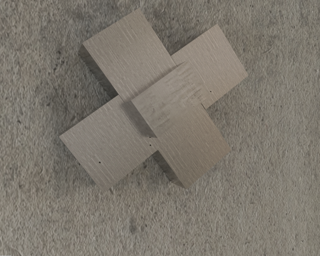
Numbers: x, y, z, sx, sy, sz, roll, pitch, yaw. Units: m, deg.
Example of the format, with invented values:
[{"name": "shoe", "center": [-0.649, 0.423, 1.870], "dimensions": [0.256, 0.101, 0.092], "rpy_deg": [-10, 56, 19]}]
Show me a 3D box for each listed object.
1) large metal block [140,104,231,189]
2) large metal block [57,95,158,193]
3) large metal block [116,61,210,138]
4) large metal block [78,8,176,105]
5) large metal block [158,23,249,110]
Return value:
[{"name": "large metal block", "center": [0.032, 0.020, 0.409], "dimensions": [0.080, 0.050, 0.080], "rpy_deg": [-38, 103, -16]}, {"name": "large metal block", "center": [-0.064, 0.017, 0.373], "dimensions": [0.080, 0.050, 0.080], "rpy_deg": [-38, 103, -16]}, {"name": "large metal block", "center": [0.000, -0.033, 0.382], "dimensions": [0.080, 0.080, 0.050], "rpy_deg": [-38, 103, -16]}, {"name": "large metal block", "center": [-0.041, -0.085, 0.382], "dimensions": [0.080, 0.050, 0.080], "rpy_deg": [-38, 103, -16]}, {"name": "large metal block", "center": [0.057, -0.079, 0.418], "dimensions": [0.080, 0.050, 0.080], "rpy_deg": [-38, 103, -16]}]
